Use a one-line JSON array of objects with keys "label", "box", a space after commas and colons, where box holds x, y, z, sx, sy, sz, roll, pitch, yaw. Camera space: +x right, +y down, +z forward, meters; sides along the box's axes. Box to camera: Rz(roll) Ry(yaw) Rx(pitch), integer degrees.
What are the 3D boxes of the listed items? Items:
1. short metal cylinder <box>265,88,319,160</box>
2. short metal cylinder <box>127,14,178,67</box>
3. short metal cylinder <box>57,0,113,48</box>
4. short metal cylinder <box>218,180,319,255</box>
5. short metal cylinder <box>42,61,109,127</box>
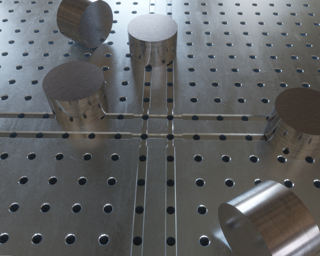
[{"label": "short metal cylinder", "box": [0.182, -0.006, 0.398, 0.081, 0.050, 0.080, 0, 50, 0]}, {"label": "short metal cylinder", "box": [-0.012, -0.146, 0.514, 0.081, 0.050, 0.080, 0, 50, 0]}, {"label": "short metal cylinder", "box": [-0.126, -0.182, 0.524, 0.050, 0.080, 0.080, 29, 56, 22]}, {"label": "short metal cylinder", "box": [0.099, 0.096, 0.291, 0.050, 0.080, 0.080, -23, 54, -18]}, {"label": "short metal cylinder", "box": [-0.115, -0.048, 0.431, 0.081, 0.050, 0.080, 0, 50, 0]}]
